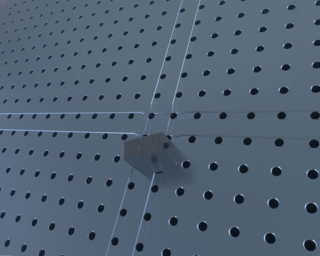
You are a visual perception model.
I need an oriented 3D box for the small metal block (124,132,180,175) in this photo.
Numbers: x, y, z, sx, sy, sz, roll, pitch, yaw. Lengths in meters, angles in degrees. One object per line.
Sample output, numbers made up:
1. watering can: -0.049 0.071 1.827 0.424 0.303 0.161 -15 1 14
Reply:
1. small metal block: -0.009 0.032 0.378 0.050 0.050 0.025 -15 56 20
